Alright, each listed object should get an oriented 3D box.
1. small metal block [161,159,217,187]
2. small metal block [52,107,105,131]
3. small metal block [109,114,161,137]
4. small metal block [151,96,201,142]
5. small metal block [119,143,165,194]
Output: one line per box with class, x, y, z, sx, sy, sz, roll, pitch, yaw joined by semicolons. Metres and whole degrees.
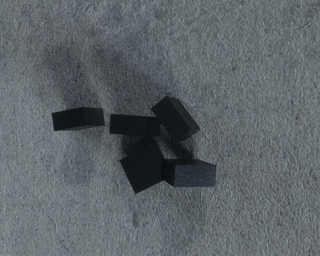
small metal block;0.033;0.053;0.373;0.050;0.050;0.025;3;92;-17
small metal block;-0.114;-0.012;0.436;0.050;0.050;0.025;-9;87;20
small metal block;-0.031;-0.004;0.407;0.050;0.050;0.025;5;92;20
small metal block;0.021;-0.011;0.388;0.025;0.050;0.050;-39;78;16
small metal block;-0.018;0.054;0.415;0.050;0.025;0.050;-29;81;17
